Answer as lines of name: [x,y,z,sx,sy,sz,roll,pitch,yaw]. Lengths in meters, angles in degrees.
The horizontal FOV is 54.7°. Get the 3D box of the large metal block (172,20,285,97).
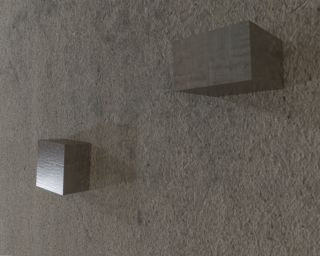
large metal block: [0.070,-0.063,0.311,0.080,0.081,0.050,-3,88,40]

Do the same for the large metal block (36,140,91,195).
large metal block: [-0.164,0.062,0.524,0.080,0.050,0.079,5,93,40]
